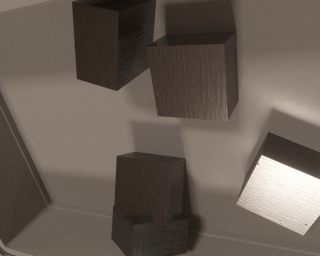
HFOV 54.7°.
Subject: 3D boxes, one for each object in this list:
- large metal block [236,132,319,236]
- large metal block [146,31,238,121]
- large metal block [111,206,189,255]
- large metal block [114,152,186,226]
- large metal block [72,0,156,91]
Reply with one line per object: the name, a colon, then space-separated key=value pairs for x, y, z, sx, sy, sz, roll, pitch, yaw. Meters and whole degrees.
large metal block: x=0.144 y=0.063 z=0.355 sx=0.080 sy=0.050 sz=0.079 roll=23 pitch=127 yaw=13
large metal block: x=0.038 y=-0.057 z=0.336 sx=0.080 sy=0.050 sz=0.079 roll=5 pitch=121 yaw=25
large metal block: x=-0.016 y=0.144 z=0.442 sx=0.080 sy=0.081 sz=0.050 roll=9 pitch=97 yaw=62
large metal block: x=-0.014 y=0.079 z=0.428 sx=0.080 sy=0.050 sz=0.079 roll=5 pitch=94 yaw=25
large metal block: x=-0.047 y=-0.097 z=0.336 sx=0.050 sy=0.080 sz=0.079 roll=18 pitch=126 yaw=17
